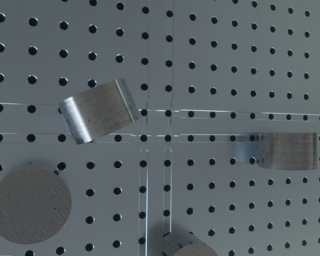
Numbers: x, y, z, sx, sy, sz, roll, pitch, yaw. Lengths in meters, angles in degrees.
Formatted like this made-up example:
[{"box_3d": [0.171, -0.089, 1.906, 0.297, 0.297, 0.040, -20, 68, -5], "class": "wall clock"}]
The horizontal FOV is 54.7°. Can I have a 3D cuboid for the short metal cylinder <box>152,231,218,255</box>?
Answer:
[{"box_3d": [0.034, 0.185, 0.412, 0.081, 0.050, 0.079, 0, 90, -20], "class": "short metal cylinder"}]

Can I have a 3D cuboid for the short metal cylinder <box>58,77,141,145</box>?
[{"box_3d": [-0.069, -0.020, 0.358, 0.081, 0.080, 0.050, -25, 99, -18], "class": "short metal cylinder"}]

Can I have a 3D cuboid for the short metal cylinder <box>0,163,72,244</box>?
[{"box_3d": [-0.143, 0.081, 0.347, 0.081, 0.050, 0.079, 0, 90, -20], "class": "short metal cylinder"}]

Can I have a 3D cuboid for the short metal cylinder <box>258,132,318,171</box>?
[{"box_3d": [0.185, 0.031, 0.451, 0.081, 0.080, 0.050, -1, 91, -20], "class": "short metal cylinder"}]
